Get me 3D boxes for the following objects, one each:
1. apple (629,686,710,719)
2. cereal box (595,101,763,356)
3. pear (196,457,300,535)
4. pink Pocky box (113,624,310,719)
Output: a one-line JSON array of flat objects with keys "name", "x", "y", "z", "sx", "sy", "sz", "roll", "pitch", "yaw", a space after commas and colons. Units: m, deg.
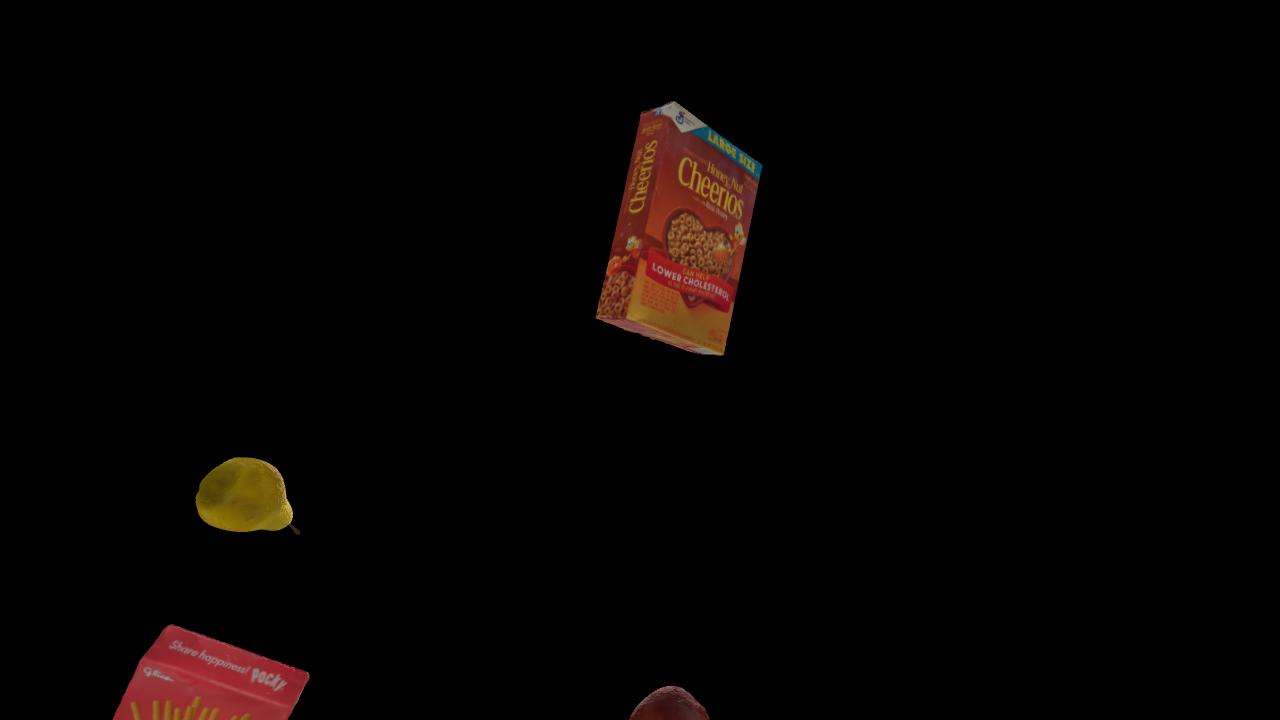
[{"name": "apple", "x": 0.025, "y": 0.333, "z": 0.543, "sx": 0.079, "sy": 0.079, "sz": 0.093, "roll": 0, "pitch": -3, "yaw": 29}, {"name": "cereal box", "x": 0.063, "y": -0.177, "z": 0.881, "sx": 0.203, "sy": 0.306, "sz": 0.081, "roll": 18, "pitch": -8, "yaw": -42}, {"name": "pear", "x": -0.393, "y": 0.148, "z": 0.634, "sx": 0.080, "sy": 0.080, "sz": 0.111, "roll": 0, "pitch": -34, "yaw": 8}, {"name": "pink Pocky box", "x": -0.269, "y": 0.234, "z": 0.363, "sx": 0.084, "sy": 0.155, "sz": 0.029, "roll": 29, "pitch": 13, "yaw": -14}]
